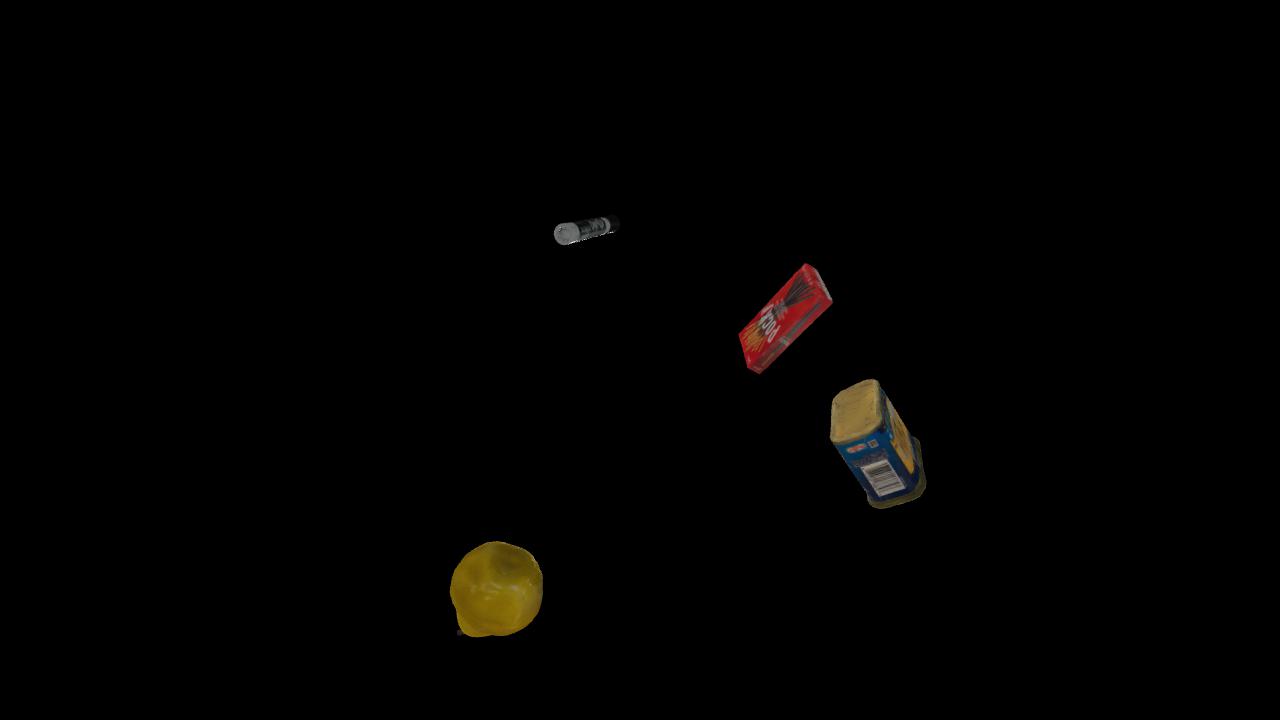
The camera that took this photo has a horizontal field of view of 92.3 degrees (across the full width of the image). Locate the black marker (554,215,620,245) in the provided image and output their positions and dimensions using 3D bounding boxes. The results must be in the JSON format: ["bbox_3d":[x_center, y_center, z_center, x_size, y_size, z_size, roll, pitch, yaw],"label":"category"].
[{"bbox_3d":[-0.047,-0.126,0.589,0.020,0.020,0.121,0,16,20],"label":"black marker"}]

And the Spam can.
[{"bbox_3d":[0.233,0.080,0.610,0.058,0.085,0.101,-28,16,29],"label":"Spam can"}]

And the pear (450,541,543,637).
[{"bbox_3d":[-0.131,0.217,0.540,0.080,0.111,0.080,18,25,-9],"label":"pear"}]

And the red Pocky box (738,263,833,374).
[{"bbox_3d":[0.205,-0.058,0.887,0.028,0.155,0.083,24,34,-24],"label":"red Pocky box"}]
